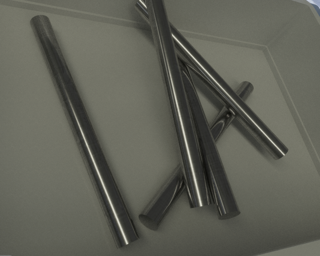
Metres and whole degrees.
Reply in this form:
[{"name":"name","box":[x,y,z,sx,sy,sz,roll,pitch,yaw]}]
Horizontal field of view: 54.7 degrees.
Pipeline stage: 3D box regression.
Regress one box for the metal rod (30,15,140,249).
[{"name":"metal rod","box":[-0.094,-0.010,0.360,0.025,0.025,0.299,-14,69,-34]}]

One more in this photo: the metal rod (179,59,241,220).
[{"name":"metal rod","box":[0.045,-0.025,0.421,0.025,0.025,0.299,5,52,-26]}]

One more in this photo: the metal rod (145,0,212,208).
[{"name":"metal rod","box":[0.017,-0.053,0.390,0.025,0.025,0.299,-3,73,-30]}]

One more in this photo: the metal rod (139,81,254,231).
[{"name":"metal rod","box":[0.067,0.017,0.430,0.025,0.025,0.301,43,51,1]}]

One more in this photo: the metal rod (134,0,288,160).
[{"name":"metal rod","box":[0.074,-0.071,0.449,0.300,0.025,0.025,47,51,-1]}]
